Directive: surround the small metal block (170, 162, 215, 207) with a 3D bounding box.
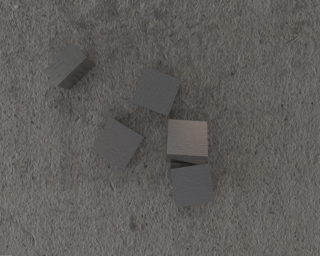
[{"bbox_3d":[0.042,0.074,0.410,0.050,0.025,0.050,-9,90,0],"label":"small metal block"}]

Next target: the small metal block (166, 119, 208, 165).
[{"bbox_3d":[0.034,0.018,0.399,0.050,0.025,0.050,4,59,0],"label":"small metal block"}]

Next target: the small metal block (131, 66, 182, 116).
[{"bbox_3d":[-0.004,-0.047,0.410,0.050,0.025,0.050,20,90,0],"label":"small metal block"}]

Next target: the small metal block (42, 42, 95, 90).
[{"bbox_3d":[-0.114,-0.077,0.396,0.050,0.050,0.025,-44,90,0],"label":"small metal block"}]

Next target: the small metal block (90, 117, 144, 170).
[{"bbox_3d":[-0.055,0.020,0.409,0.050,0.025,0.050,31,90,0],"label":"small metal block"}]
